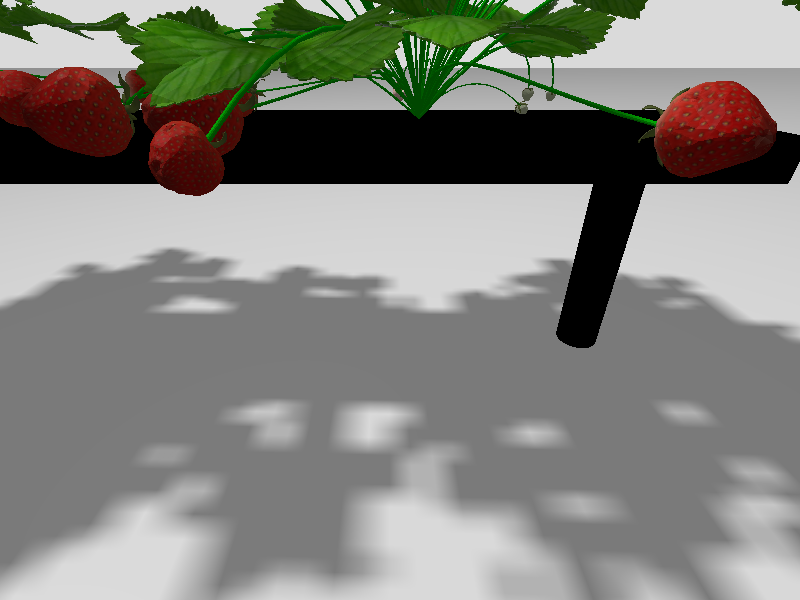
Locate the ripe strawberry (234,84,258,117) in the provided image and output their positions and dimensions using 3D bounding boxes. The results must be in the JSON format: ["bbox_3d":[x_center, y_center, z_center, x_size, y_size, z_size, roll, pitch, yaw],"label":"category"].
[{"bbox_3d":[-0.141,-0.172,0.329,0.042,0.041,0.039,3,31,7],"label":"ripe strawberry"}]

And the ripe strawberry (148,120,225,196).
[{"bbox_3d":[-0.073,-0.046,0.134,0.021,0.023,0.024,12,-40,19],"label":"ripe strawberry"}]

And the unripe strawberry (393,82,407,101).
[{"bbox_3d":[0.001,-0.227,0.436,0.017,0.020,0.019,-3,11,-5],"label":"unripe strawberry"}]

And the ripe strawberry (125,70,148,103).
[{"bbox_3d":[-0.262,-0.218,0.409,0.031,0.031,0.034,-18,36,-28],"label":"ripe strawberry"}]

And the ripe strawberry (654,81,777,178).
[{"bbox_3d":[0.118,-0.062,0.150,0.038,0.035,0.035,-16,35,-24],"label":"ripe strawberry"}]

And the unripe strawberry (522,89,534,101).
[{"bbox_3d":[0.125,-0.202,0.394,0.010,0.011,0.011,-23,38,-33],"label":"unripe strawberry"}]

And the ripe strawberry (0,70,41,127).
[{"bbox_3d":[-0.249,-0.133,0.266,0.035,0.035,0.038,9,32,13],"label":"ripe strawberry"}]

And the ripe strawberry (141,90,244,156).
[{"bbox_3d":[-0.099,-0.088,0.190,0.039,0.041,0.042,23,39,32],"label":"ripe strawberry"}]

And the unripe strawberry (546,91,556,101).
[{"bbox_3d":[0.147,-0.199,0.391,0.010,0.010,0.009,-19,36,-28],"label":"unripe strawberry"}]

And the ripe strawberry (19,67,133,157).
[{"bbox_3d":[-0.156,-0.089,0.193,0.041,0.040,0.038,-23,38,-32],"label":"ripe strawberry"}]
